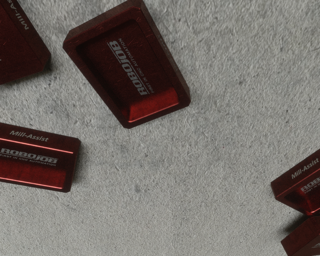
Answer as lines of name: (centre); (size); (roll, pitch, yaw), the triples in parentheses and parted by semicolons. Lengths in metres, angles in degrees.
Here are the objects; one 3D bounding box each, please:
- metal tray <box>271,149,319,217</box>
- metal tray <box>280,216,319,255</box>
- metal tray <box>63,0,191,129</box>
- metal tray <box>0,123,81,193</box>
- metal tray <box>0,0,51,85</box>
metal tray: (0.250, 0.079, 0.473); (0.090, 0.030, 0.129); (28, 125, -22)
metal tray: (0.293, 0.192, 0.549); (0.131, 0.030, 0.089); (6, 132, -24)
metal tray: (-0.032, -0.065, 0.347); (0.090, 0.030, 0.130); (-21, 127, 17)
metal tray: (-0.186, 0.043, 0.438); (0.131, 0.030, 0.089); (13, 129, -11)
metal tray: (-0.186, -0.106, 0.311); (0.090, 0.030, 0.130); (-15, 129, 12)
